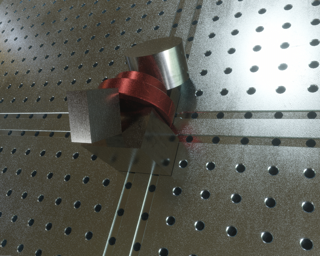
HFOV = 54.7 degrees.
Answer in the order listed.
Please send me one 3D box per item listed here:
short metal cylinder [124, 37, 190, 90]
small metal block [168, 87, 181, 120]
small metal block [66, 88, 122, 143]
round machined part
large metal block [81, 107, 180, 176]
[{"bbox_3d":[-0.003,-0.088,0.425,0.080,0.050,0.080,-12,28,7],"label":"short metal cylinder"},{"bbox_3d":[-0.004,-0.034,0.429,0.050,0.025,0.050,1,62,28],"label":"small metal block"},{"bbox_3d":[-0.066,-0.015,0.318,0.025,0.050,0.050,2,101,28],"label":"small metal block"},{"bbox_3d":[-0.029,-0.034,0.382,0.098,0.098,0.042,1,62,28],"label":"round machined part"},{"bbox_3d":[-0.033,0.017,0.377,0.080,0.080,0.050,1,62,28],"label":"large metal block"}]
